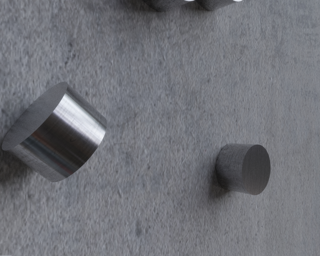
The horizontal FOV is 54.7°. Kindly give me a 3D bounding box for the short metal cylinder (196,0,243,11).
[{"bbox_3d":[0.090,-0.224,0.466,0.081,0.050,0.079,0,90,-40],"label":"short metal cylinder"}]

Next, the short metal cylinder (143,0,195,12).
[{"bbox_3d":[0.013,-0.198,0.401,0.081,0.050,0.079,0,90,-40],"label":"short metal cylinder"}]

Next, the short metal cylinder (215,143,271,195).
[{"bbox_3d":[0.136,0.066,0.506,0.081,0.050,0.079,0,90,-40],"label":"short metal cylinder"}]

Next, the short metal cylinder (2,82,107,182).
[{"bbox_3d":[-0.097,0.003,0.289,0.050,0.080,0.080,47,62,-31],"label":"short metal cylinder"}]
